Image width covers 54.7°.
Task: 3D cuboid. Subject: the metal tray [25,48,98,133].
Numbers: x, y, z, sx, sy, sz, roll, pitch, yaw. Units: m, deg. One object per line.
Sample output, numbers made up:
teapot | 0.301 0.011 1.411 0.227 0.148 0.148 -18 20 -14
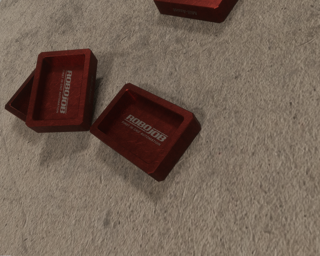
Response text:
metal tray | -0.151 -0.059 0.485 0.090 0.030 0.130 -2 69 9

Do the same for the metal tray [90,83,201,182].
metal tray | -0.023 0.000 0.410 0.130 0.030 0.090 29 78 37

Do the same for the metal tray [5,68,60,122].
metal tray | -0.202 -0.067 0.544 0.090 0.030 0.130 24 74 36

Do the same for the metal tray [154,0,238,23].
metal tray | 0.064 -0.221 0.501 0.130 0.030 0.090 25 75 36
